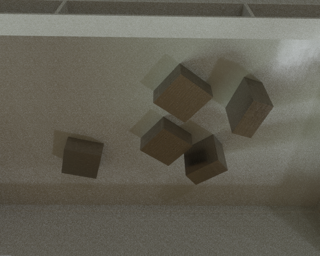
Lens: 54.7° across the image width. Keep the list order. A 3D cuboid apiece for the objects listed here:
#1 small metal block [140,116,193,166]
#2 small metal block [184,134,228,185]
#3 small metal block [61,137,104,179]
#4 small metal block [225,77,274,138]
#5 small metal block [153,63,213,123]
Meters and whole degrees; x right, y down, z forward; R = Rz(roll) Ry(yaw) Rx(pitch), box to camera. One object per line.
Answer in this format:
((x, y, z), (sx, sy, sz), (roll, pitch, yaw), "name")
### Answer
((0.008, 0.019, 0.425), (0.050, 0.025, 0.050), (32, 123, -24), "small metal block")
((0.062, 0.044, 0.430), (0.050, 0.050, 0.025), (-30, 124, 23), "small metal block")
((-0.111, 0.044, 0.445), (0.050, 0.025, 0.050), (12, 129, -10), "small metal block")
((0.105, -0.025, 0.372), (0.025, 0.050, 0.050), (15, 129, -12), "small metal block")
((0.027, -0.041, 0.374), (0.050, 0.025, 0.050), (31, 124, -24), "small metal block")
